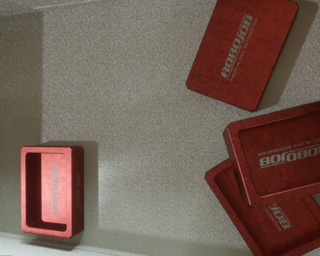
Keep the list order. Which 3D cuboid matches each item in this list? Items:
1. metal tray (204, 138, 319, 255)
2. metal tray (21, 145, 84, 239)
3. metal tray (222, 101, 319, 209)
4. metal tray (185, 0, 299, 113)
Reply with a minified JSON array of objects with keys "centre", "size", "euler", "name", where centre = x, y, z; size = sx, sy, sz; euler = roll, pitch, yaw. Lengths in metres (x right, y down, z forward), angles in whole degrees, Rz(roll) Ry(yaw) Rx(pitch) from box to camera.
[{"centre":[0.125,0.086,0.363],"size":[0.090,0.030,0.130],"euler":[-35,79,16],"name":"metal tray"},{"centre":[-0.161,0.091,0.462],"size":[0.090,0.030,0.129],"euler":[0,90,19],"name":"metal tray"},{"centre":[0.143,0.026,0.328],"size":[0.131,0.030,0.090],"euler":[-14,78,-2],"name":"metal tray"},{"centre":[0.097,-0.094,0.374],"size":[0.090,0.030,0.129],"euler":[23,97,18],"name":"metal tray"}]
